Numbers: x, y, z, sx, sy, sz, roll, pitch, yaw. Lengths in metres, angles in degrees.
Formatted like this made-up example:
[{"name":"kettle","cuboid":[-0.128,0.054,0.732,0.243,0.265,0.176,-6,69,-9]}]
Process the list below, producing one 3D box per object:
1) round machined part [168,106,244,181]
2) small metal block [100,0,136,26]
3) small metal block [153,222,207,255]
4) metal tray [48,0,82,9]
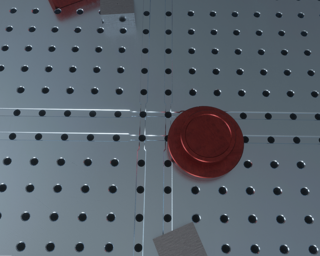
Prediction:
[{"name":"round machined part","cuboid":[0.059,0.016,0.398,0.099,0.042,0.098,0,70,-1]},{"name":"small metal block","cuboid":[-0.065,-0.189,0.480,0.050,0.025,0.050,-4,70,-2]},{"name":"small metal block","cuboid":[0.024,0.143,0.360,0.050,0.025,0.050,-21,72,-8]},{"name":"metal tray","cuboid":[-0.130,-0.255,0.500,0.131,0.030,0.090,-25,72,-9]}]
